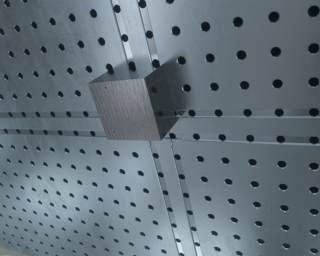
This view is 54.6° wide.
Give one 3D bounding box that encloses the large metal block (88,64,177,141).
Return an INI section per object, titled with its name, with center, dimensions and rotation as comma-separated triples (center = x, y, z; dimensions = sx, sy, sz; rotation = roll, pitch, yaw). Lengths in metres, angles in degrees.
[large metal block]
center = -0.033, -0.031, 0.394
dimensions = 0.080, 0.050, 0.080
rotation = 0, 118, 28
